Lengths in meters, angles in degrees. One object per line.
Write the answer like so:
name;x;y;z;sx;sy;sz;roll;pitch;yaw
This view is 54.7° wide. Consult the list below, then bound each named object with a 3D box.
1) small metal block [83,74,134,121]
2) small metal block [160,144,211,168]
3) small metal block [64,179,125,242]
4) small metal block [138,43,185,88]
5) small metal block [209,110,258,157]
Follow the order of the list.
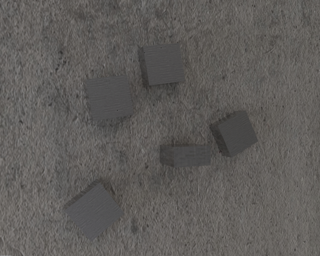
small metal block;-0.064;-0.037;0.385;0.050;0.025;0.050;-11;94;-20
small metal block;0.032;0.035;0.407;0.050;0.050;0.025;-1;91;-20
small metal block;-0.081;0.100;0.379;0.050;0.025;0.050;-39;103;-16
small metal block;0.002;-0.082;0.409;0.050;0.025;0.050;-10;94;-20
small metal block;0.107;0.008;0.448;0.050;0.025;0.050;-28;99;-18
